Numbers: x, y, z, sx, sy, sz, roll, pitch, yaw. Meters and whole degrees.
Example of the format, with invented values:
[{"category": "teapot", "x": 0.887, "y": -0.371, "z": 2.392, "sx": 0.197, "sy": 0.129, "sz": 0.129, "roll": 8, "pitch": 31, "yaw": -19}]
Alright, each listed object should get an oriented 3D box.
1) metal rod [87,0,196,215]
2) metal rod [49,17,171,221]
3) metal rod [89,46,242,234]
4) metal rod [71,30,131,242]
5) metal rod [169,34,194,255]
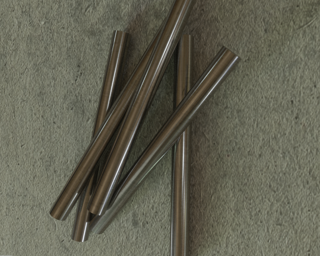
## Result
[{"category": "metal rod", "x": -0.025, "y": -0.028, "z": 0.390, "sx": 0.025, "sy": 0.025, "sz": 0.298, "roll": 26, "pitch": 97, "yaw": 18}, {"category": "metal rod", "x": -0.060, "y": -0.010, "z": 0.411, "sx": 0.025, "sy": 0.025, "sz": 0.299, "roll": 32, "pitch": 93, "yaw": 17}, {"category": "metal rod", "x": -0.006, "y": 0.029, "z": 0.389, "sx": 0.025, "sy": 0.025, "sz": 0.299, "roll": 43, "pitch": 111, "yaw": 15}, {"category": "metal rod", "x": -0.084, "y": 0.014, "z": 0.438, "sx": 0.025, "sy": 0.025, "sz": 0.298, "roll": 14, "pitch": 95, "yaw": 19}, {"category": "metal rod", "x": 0.028, "y": 0.032, "z": 0.399, "sx": 0.025, "sy": 0.025, "sz": 0.298, "roll": 1, "pitch": 90, "yaw": 20}]
